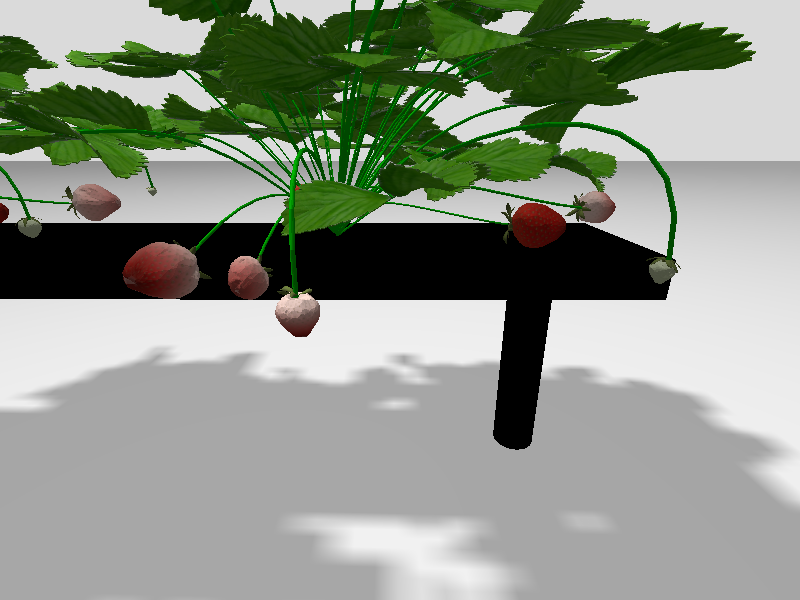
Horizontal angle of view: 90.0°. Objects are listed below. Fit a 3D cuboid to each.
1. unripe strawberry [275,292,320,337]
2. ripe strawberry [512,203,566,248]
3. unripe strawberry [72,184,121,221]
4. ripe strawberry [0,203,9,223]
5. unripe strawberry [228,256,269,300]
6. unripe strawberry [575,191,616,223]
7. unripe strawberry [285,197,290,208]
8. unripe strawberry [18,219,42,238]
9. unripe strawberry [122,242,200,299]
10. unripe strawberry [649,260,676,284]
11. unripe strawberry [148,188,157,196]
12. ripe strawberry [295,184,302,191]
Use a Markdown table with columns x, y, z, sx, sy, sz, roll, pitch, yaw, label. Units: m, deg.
| x | y | z | sx | sy | sz | roll | pitch | yaw | label |
| --- | --- | --- | --- | --- | --- | --- | --- | --- | --- |
| -0.041 | 0.007 | 0.162 | 0.018 | 0.019 | 0.018 | -1 | 21 | -4 | unripe strawberry |
| 0.103 | -0.056 | 0.300 | 0.039 | 0.033 | 0.039 | 7 | 22 | 16 | ripe strawberry |
| -0.312 | -0.101 | 0.414 | 0.038 | 0.038 | 0.042 | -7 | 22 | -20 | unripe strawberry |
| -0.400 | -0.086 | 0.391 | 0.026 | 0.028 | 0.024 | -8 | 22 | -22 | ripe strawberry |
| -0.076 | -0.010 | 0.197 | 0.019 | 0.022 | 0.021 | 3 | 35 | 7 | unripe strawberry |
| 0.196 | -0.093 | 0.400 | 0.037 | 0.032 | 0.037 | -4 | 21 | -12 | unripe strawberry |
| -0.126 | -0.111 | 0.472 | 0.018 | 0.019 | 0.020 | -11 | -7 | -27 | unripe strawberry |
| -0.293 | -0.057 | 0.318 | 0.015 | 0.015 | 0.014 | 3 | 21 | 8 | unripe strawberry |
| -0.116 | -0.013 | 0.194 | 0.032 | 0.029 | 0.029 | 8 | 22 | 19 | unripe strawberry |
| 0.135 | -0.015 | 0.206 | 0.012 | 0.012 | 0.013 | 16 | 26 | 36 | unripe strawberry |
| -0.311 | -0.136 | 0.502 | 0.010 | 0.010 | 0.011 | -17 | 26 | -38 | unripe strawberry |
| -0.131 | -0.141 | 0.537 | 0.028 | 0.030 | 0.030 | -8 | 21 | -19 | ripe strawberry |
